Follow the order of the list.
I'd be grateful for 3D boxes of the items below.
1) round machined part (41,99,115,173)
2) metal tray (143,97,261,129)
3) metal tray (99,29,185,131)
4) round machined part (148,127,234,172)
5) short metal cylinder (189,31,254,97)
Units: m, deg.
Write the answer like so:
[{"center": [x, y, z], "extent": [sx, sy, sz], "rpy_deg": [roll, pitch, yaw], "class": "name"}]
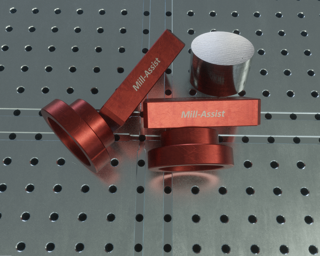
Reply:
[{"center": [-0.092, 0.004, 0.371], "extent": [0.098, 0.098, 0.042], "rpy_deg": [42, 67, 13], "class": "round machined part"}, {"center": [0.046, -0.021, 0.383], "extent": [0.131, 0.090, 0.030], "rpy_deg": [-2, 98, -1], "class": "metal tray"}, {"center": [-0.029, -0.056, 0.394], "extent": [0.030, 0.090, 0.130], "rpy_deg": [39, 73, -9], "class": "metal tray"}, {"center": [0.035, 0.026, 0.362], "extent": [0.099, 0.098, 0.042], "rpy_deg": [-2, 77, -1], "class": "round machined part"}, {"center": [0.081, -0.087, 0.417], "extent": [0.081, 0.050, 0.080], "rpy_deg": [0, 46, 0], "class": "short metal cylinder"}]
